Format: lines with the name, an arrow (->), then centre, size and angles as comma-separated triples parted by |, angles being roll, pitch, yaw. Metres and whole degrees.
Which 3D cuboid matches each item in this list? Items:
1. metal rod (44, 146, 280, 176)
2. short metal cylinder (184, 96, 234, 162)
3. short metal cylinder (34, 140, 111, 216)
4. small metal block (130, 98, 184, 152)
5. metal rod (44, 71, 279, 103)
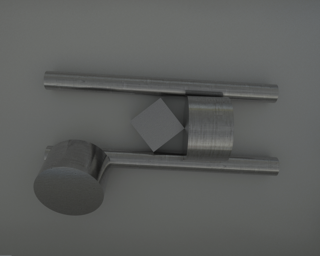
metal rod -> 0.003, 0.043, 0.409 | 0.302, 0.025, 0.025 | 3, 90, -1
short metal cylinder -> 0.057, 0.001, 0.383 | 0.050, 0.080, 0.079 | 2, 90, 0
short metal cylinder -> -0.105, 0.061, 0.379 | 0.081, 0.050, 0.079 | 1, 124, 1
small metal block -> -0.004, -0.004, 0.410 | 0.050, 0.025, 0.050 | -38, 91, 0
metal rod -> 0.002, -0.054, 0.409 | 0.302, 0.025, 0.025 | 3, 90, -1
